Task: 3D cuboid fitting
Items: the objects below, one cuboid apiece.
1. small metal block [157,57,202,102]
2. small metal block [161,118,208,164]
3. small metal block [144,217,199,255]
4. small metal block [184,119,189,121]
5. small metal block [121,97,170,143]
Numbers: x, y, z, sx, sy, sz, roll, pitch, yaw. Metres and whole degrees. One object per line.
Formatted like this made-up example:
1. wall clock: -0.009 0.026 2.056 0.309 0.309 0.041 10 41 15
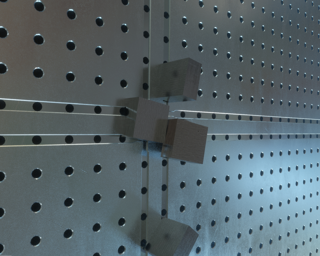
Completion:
1. small metal block: 0.026 -0.063 0.417 0.025 0.050 0.050 16 80 -39
2. small metal block: 0.033 0.018 0.406 0.050 0.025 0.050 15 80 -30
3. small metal block: 0.015 0.151 0.408 0.025 0.050 0.050 49 61 -30
4. small metal block: 0.038 0.019 0.443 0.050 0.025 0.050 24 75 -38
5. small metal block: -0.018 -0.009 0.396 0.050 0.025 0.050 13 82 -39
